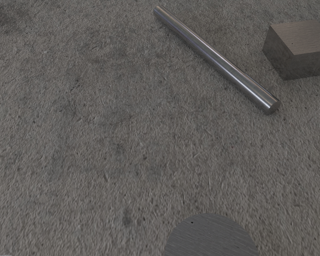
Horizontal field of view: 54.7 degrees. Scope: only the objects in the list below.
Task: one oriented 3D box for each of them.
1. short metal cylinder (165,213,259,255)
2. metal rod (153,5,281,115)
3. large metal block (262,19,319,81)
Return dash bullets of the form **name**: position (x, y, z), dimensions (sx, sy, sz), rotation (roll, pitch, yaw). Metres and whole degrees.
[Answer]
- **short metal cylinder**: position (0.044, 0.126, 0.282), dimensions (0.081, 0.050, 0.080), rotation (0, 50, 0)
- **metal rod**: position (0.078, -0.125, 0.508), dimensions (0.025, 0.025, 0.300), rotation (-26, 55, -20)
- **large metal block**: position (0.223, -0.125, 0.494), dimensions (0.081, 0.050, 0.080), rotation (-9, 51, -8)
